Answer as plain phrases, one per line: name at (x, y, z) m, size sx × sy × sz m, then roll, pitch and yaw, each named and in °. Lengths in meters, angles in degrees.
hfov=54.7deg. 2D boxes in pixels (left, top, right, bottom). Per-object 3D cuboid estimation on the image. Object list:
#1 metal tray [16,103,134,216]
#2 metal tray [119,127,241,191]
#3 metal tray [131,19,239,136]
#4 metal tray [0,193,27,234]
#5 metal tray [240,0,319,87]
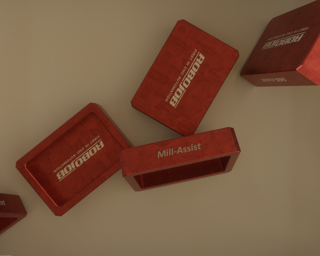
metal tray at (-0.107, 0.040, 0.407) m, size 0.130 × 0.030 × 0.090 m, roll -39°, pitch 90°, yaw 0°
metal tray at (0.024, 0.041, 0.376) m, size 0.131 × 0.090 × 0.030 m, roll -12°, pitch 67°, yaw 0°
metal tray at (0.032, -0.063, 0.409) m, size 0.090 × 0.030 × 0.130 m, roll 30°, pitch 90°, yaw 0°
metal tray at (-0.232, 0.111, 0.356) m, size 0.090 × 0.130 × 0.030 m, roll -36°, pitch 69°, yaw 0°
metal tray at (0.153, -0.094, 0.358) m, size 0.030 × 0.130 × 0.090 m, roll 30°, pitch 90°, yaw -13°
